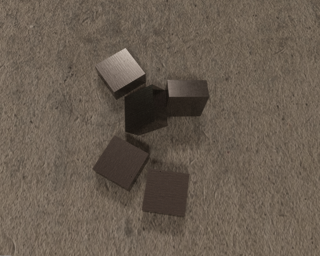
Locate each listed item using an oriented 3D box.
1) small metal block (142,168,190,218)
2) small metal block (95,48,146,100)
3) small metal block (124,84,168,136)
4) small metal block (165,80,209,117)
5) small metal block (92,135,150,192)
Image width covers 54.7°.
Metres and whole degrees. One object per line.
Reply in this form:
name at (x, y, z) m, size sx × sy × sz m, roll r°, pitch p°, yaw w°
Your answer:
small metal block at (0.007, 0.080, 0.379) m, size 0.050 × 0.025 × 0.050 m, roll 8°, pitch 70°, yaw 2°
small metal block at (-0.055, -0.076, 0.435) m, size 0.050 × 0.025 × 0.050 m, roll -33°, pitch 74°, yaw -12°
small metal block at (-0.019, -0.022, 0.402) m, size 0.050 × 0.025 × 0.050 m, roll -19°, pitch 65°, yaw 36°
small metal block at (0.032, -0.038, 0.405) m, size 0.050 × 0.050 × 0.025 m, roll -1°, pitch 63°, yaw -8°
small metal block at (-0.048, 0.045, 0.391) m, size 0.050 × 0.025 × 0.050 m, roll 28°, pitch 72°, yaw 9°
